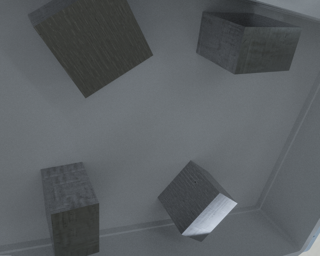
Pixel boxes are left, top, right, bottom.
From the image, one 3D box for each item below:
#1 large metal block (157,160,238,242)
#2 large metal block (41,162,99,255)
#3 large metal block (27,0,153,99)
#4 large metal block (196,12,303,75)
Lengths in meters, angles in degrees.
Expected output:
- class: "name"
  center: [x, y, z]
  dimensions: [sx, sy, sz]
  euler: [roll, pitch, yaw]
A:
- class: "large metal block"
  center: [0.055, 0.111, 0.474]
  dimensions: [0.080, 0.080, 0.050]
  euler: [-49, 129, 6]
- class: "large metal block"
  center: [-0.110, 0.100, 0.376]
  dimensions: [0.050, 0.080, 0.079]
  euler: [-8, 122, -24]
- class: "large metal block"
  center: [-0.066, -0.090, 0.302]
  dimensions: [0.080, 0.050, 0.080]
  euler: [-34, 129, -6]
- class: "large metal block"
  center: [0.101, -0.103, 0.367]
  dimensions: [0.081, 0.080, 0.050]
  euler: [-8, 122, -25]
